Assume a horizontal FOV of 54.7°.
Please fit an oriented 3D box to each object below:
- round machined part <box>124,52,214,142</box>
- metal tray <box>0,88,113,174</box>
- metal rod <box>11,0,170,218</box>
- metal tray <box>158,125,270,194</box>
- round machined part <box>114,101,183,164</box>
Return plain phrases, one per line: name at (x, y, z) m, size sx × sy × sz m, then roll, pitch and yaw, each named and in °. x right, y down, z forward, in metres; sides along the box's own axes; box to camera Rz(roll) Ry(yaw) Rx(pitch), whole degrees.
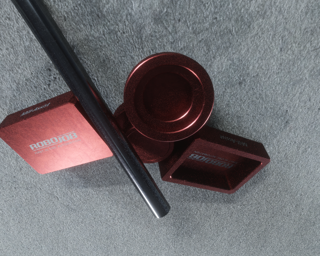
round machined part at (0.008, -0.037, 0.352) m, size 0.099 × 0.042 × 0.097 m, roll -2°, pitch 109°, yaw -6°
metal tray at (-0.130, 0.009, 0.398) m, size 0.130 × 0.030 × 0.090 m, roll -16°, pitch 126°, yaw 24°
metal rod at (-0.065, -0.009, 0.357) m, size 0.025 × 0.025 × 0.299 m, roll -22°, pitch 114°, yaw 17°
metal tray at (0.075, 0.047, 0.432) m, size 0.131 × 0.030 × 0.089 m, roll 16°, pitch 129°, yaw -27°
round machined part at (-0.016, 0.009, 0.405) m, size 0.099 × 0.042 × 0.097 m, roll 0°, pitch 130°, yaw 0°
